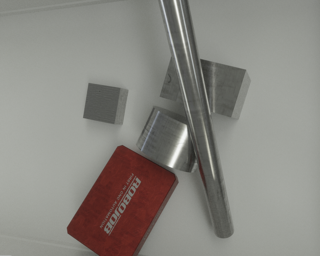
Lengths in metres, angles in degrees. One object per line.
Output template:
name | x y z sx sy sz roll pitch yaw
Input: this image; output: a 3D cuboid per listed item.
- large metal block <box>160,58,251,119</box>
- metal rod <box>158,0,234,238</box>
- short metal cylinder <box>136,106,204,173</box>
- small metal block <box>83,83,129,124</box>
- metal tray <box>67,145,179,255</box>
large metal block | 0.056 -0.046 0.361 0.080 0.080 0.050 18 96 19
metal rod | 0.042 -0.001 0.319 0.025 0.025 0.298 -6 118 19
short metal cylinder | 0.018 0.012 0.374 0.080 0.080 0.050 27 99 17
small metal block | -0.076 -0.034 0.436 0.050 0.025 0.050 11 94 19
metal tray | -0.046 0.099 0.400 0.090 0.030 0.130 27 78 17
